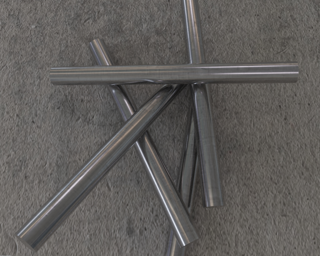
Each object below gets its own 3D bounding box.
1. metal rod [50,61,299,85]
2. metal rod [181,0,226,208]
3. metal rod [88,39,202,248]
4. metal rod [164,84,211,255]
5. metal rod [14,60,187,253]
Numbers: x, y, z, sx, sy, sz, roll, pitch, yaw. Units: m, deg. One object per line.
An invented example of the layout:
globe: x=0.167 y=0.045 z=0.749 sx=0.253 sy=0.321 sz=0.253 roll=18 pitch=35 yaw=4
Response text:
metal rod: x=0.009 y=-0.067 z=0.384 sx=0.301 sy=0.025 sz=0.025 roll=1 pitch=70 yaw=10
metal rod: x=0.051 y=-0.051 z=0.399 sx=0.025 sy=0.025 sz=0.299 roll=-3 pitch=70 yaw=-1
metal rod: x=-0.029 y=0.001 z=0.392 sx=0.025 sy=0.025 sz=0.299 roll=-24 pitch=66 yaw=-8
metal rod: x=0.033 y=0.068 z=0.383 sx=0.025 sy=0.025 sz=0.299 roll=10 pitch=70 yaw=3
metal rod: x=-0.036 y=0.007 z=0.354 sx=0.025 sy=0.025 sz=0.301 roll=33 pitch=54 yaw=11
